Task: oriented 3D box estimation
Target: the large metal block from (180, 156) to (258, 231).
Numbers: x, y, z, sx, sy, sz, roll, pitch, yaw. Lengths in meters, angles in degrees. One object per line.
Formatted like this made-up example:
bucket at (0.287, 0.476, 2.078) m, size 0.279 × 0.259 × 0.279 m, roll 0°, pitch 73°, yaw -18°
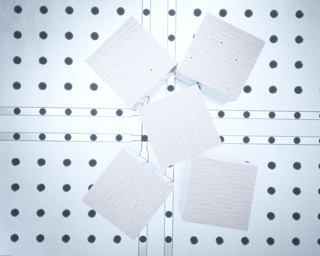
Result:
large metal block at (0.073, 0.080, 0.401) m, size 0.080 × 0.050 × 0.080 m, roll 9°, pitch 90°, yaw -1°

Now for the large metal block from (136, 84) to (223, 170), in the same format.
large metal block at (0.024, -0.002, 0.400) m, size 0.080 × 0.050 × 0.080 m, roll -23°, pitch 90°, yaw 0°

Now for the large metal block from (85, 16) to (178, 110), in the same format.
large metal block at (-0.034, -0.080, 0.400) m, size 0.080 × 0.050 × 0.080 m, roll -44°, pitch 90°, yaw 0°

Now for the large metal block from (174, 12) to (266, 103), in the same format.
large metal block at (0.074, -0.087, 0.400) m, size 0.080 × 0.050 × 0.080 m, roll 26°, pitch 90°, yaw -3°

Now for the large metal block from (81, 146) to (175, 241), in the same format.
large metal block at (-0.039, 0.080, 0.399) m, size 0.080 × 0.050 × 0.080 m, roll 38°, pitch 90°, yaw 0°
